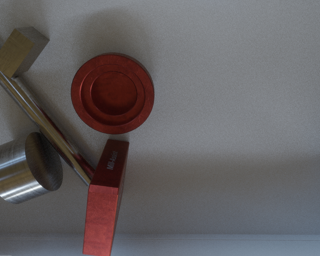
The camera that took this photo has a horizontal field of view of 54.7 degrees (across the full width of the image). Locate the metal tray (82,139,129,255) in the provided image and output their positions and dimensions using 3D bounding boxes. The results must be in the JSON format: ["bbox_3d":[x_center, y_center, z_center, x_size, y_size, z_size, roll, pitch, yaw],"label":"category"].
[{"bbox_3d":[-0.063,0.079,0.384,0.030,0.130,0.089,8,110,-3],"label":"metal tray"}]

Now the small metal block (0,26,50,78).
[{"bbox_3d":[-0.162,-0.090,0.363,0.025,0.050,0.050,39,105,-13],"label":"small metal block"}]

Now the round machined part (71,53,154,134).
[{"bbox_3d":[-0.056,-0.045,0.385,0.099,0.042,0.097,0,110,-1],"label":"round machined part"}]

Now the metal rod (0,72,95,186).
[{"bbox_3d":[-0.176,-0.044,0.392,0.025,0.025,0.299,-32,108,11],"label":"metal rod"}]

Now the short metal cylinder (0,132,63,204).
[{"bbox_3d":[-0.170,0.051,0.398,0.050,0.080,0.080,-21,109,7],"label":"short metal cylinder"}]
